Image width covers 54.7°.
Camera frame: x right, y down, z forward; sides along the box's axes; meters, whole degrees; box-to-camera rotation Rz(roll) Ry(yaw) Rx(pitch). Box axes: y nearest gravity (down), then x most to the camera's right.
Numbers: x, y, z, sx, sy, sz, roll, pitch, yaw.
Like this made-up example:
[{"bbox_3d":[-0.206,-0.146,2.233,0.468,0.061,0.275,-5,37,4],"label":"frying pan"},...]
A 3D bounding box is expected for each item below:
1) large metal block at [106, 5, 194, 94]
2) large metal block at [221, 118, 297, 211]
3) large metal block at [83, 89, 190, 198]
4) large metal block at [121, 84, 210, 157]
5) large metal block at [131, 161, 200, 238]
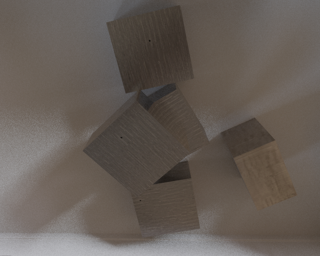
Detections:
[{"bbox_3d":[-0.009,-0.093,0.363,0.080,0.050,0.080,-12,110,4],"label":"large metal block"},{"bbox_3d":[0.124,0.043,0.399,0.050,0.080,0.080,-25,108,9],"label":"large metal block"},{"bbox_3d":[-0.025,0.017,0.350,0.080,0.050,0.080,-42,105,14],"label":"large metal block"},{"bbox_3d":[0.006,-0.002,0.397,0.080,0.050,0.080,-30,108,10],"label":"large metal block"},{"bbox_3d":[0.008,0.099,0.434,0.080,0.050,0.079,-10,110,3],"label":"large metal block"}]
